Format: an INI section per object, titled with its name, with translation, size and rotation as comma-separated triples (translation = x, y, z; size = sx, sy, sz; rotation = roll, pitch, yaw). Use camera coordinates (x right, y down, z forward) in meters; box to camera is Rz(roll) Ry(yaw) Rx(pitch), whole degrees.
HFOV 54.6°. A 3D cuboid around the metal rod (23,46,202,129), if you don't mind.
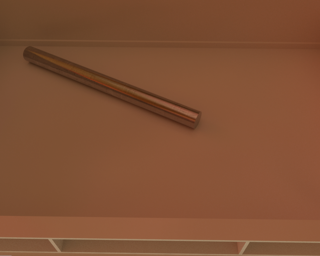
[metal rod]
translation = -0.081, -0.066, 0.460
size = 0.300, 0.025, 0.025
rotation = 23, 54, 18
